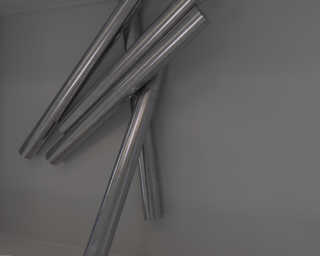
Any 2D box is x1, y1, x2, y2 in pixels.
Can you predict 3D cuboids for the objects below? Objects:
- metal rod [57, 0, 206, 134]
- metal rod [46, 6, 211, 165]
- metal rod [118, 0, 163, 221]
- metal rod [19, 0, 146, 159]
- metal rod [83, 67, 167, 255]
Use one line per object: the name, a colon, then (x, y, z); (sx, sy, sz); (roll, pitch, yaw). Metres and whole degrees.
metal rod: (-0.038, -0.084, 0.394); (0.299, 0.025, 0.025); (-40, 78, 27)
metal rod: (-0.057, -0.039, 0.403); (0.299, 0.025, 0.025); (-39, 78, 26)
metal rod: (-0.027, -0.028, 0.419); (0.025, 0.025, 0.298); (-8, 87, 20)
metal rod: (-0.116, -0.067, 0.435); (0.025, 0.025, 0.299); (46, 110, 14)
metal rod: (-0.043, 0.053, 0.361); (0.025, 0.025, 0.299); (9, 68, 20)
